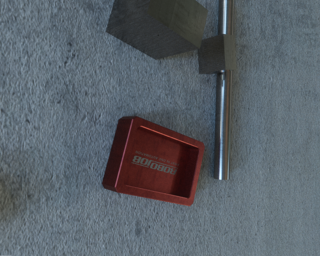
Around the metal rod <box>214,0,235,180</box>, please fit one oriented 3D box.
[{"bbox_3d":[0.102,-0.069,0.492,0.025,0.025,0.298,3,88,-40],"label":"metal rod"}]

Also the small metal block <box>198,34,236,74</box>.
[{"bbox_3d":[0.084,-0.108,0.461,0.025,0.050,0.050,-7,95,-40],"label":"small metal block"}]

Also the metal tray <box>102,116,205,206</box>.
[{"bbox_3d":[-0.002,0.046,0.401,0.131,0.030,0.090,22,76,-38],"label":"metal tray"}]

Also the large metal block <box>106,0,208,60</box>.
[{"bbox_3d":[-0.004,-0.127,0.367,0.080,0.080,0.050,21,77,-39],"label":"large metal block"}]
